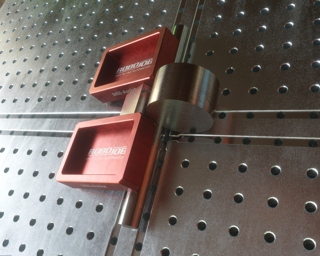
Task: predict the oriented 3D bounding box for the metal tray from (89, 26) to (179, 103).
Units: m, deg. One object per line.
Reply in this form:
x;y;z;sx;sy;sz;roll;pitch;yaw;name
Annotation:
-0.041;-0.091;0.460;0.130;0.030;0.090;-7;58;39;metal tray

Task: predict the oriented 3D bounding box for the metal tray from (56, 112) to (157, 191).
-0.072;0.032;0.401;0.130;0.030;0.090;-7;58;39;metal tray

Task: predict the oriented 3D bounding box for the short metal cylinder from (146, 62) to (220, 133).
0.028;-0.034;0.375;0.080;0.080;0.050;0;62;28;short metal cylinder

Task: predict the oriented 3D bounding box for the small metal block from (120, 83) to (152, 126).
-0.031;-0.026;0.422;0.050;0.025;0.050;-23;45;54;small metal block

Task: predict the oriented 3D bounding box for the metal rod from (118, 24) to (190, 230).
-0.001;-0.019;0.415;0.025;0.025;0.300;0;62;28;metal rod
